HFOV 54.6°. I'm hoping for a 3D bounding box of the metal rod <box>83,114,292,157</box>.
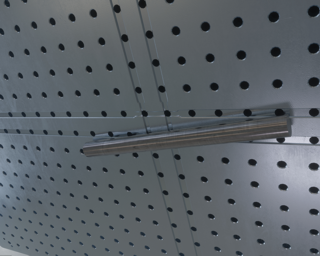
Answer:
[{"bbox_3d":[0.013,0.016,0.414,0.300,0.025,0.025,-8,114,32],"label":"metal rod"}]
